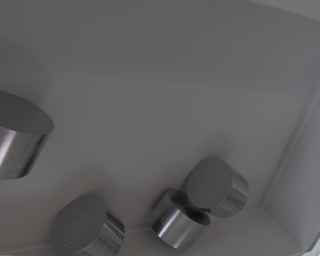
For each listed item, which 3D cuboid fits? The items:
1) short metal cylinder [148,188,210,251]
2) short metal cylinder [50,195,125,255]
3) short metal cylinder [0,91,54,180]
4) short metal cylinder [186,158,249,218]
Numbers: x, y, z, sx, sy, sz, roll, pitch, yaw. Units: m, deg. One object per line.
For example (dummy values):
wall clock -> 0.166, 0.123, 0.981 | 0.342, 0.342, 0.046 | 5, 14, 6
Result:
short metal cylinder -> 0.029, 0.138, 0.475 | 0.080, 0.080, 0.050 | 28, 103, -38
short metal cylinder -> -0.094, 0.136, 0.406 | 0.080, 0.080, 0.050 | -34, 129, -6
short metal cylinder -> -0.150, 0.004, 0.293 | 0.080, 0.080, 0.050 | 22, 107, -36
short metal cylinder -> 0.088, 0.092, 0.478 | 0.080, 0.080, 0.050 | -49, 129, 6
